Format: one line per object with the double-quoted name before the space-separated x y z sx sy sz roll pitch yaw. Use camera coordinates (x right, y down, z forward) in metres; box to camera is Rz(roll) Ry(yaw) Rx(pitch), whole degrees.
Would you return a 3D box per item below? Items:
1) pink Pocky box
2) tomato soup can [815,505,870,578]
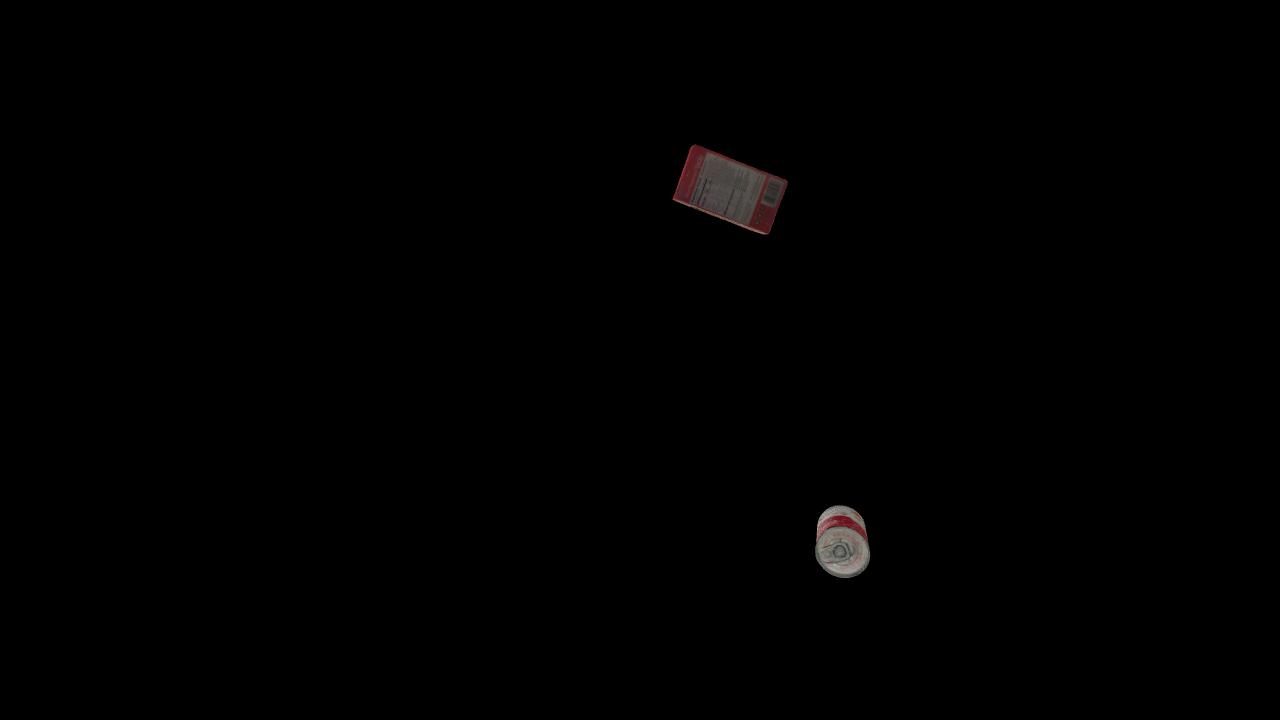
"pink Pocky box" 0.134 -0.253 0.921 0.155 0.084 0.029 18 7 -9
"tomato soup can" 0.273 0.242 0.831 0.068 0.068 0.101 0 4 18
